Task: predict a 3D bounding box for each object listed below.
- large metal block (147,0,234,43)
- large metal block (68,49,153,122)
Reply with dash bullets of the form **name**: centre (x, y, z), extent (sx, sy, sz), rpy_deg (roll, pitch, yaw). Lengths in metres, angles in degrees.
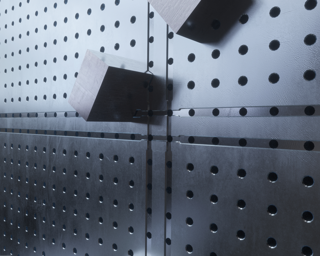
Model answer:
- **large metal block**: centre (0.037, -0.162, 0.364), extent (0.080, 0.050, 0.080), rpy_deg (-49, 61, 29)
- **large metal block**: centre (-0.069, -0.056, 0.432), extent (0.050, 0.081, 0.080), rpy_deg (41, 115, 32)
